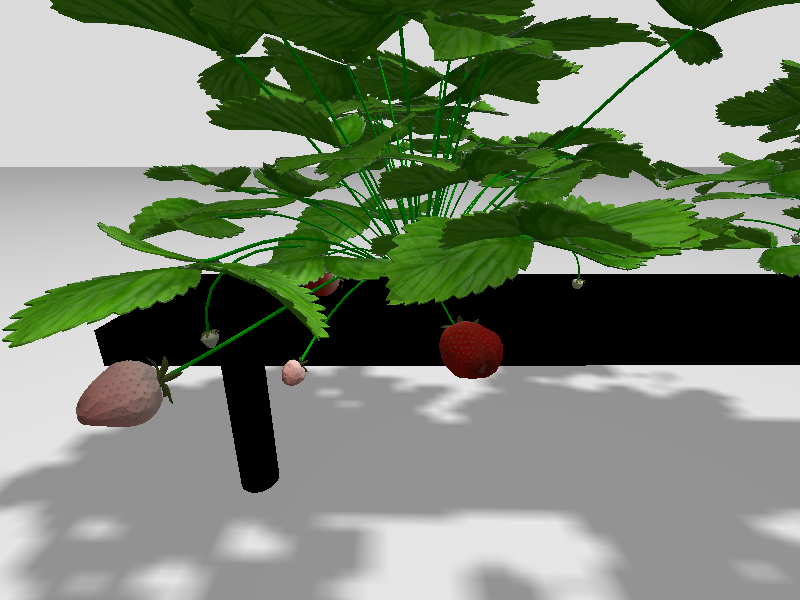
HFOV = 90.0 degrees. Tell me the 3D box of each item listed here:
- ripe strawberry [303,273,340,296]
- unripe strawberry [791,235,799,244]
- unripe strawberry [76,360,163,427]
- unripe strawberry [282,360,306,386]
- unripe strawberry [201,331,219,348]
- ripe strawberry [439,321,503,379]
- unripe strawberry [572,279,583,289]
[{"bbox_3d":[-0.073,-0.021,0.365,0.038,0.032,0.038,-1,20,0],"label":"ripe strawberry"},{"bbox_3d":[0.540,-0.082,0.545,0.011,0.012,0.011,7,21,19],"label":"unripe strawberry"},{"bbox_3d":[-0.132,0.046,0.189,0.032,0.033,0.034,16,26,36],"label":"unripe strawberry"},{"bbox_3d":[-0.060,0.041,0.224,0.012,0.014,0.014,10,45,26],"label":"unripe strawberry"},{"bbox_3d":[-0.122,0.026,0.258,0.011,0.011,0.010,-16,26,-37],"label":"unripe strawberry"},{"bbox_3d":[0.042,0.030,0.228,0.037,0.032,0.037,-3,21,-8],"label":"ripe strawberry"},{"bbox_3d":[0.166,-0.015,0.374,0.010,0.010,0.009,-1,20,-2],"label":"unripe strawberry"}]
